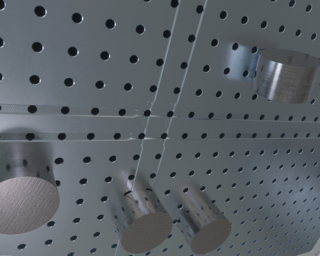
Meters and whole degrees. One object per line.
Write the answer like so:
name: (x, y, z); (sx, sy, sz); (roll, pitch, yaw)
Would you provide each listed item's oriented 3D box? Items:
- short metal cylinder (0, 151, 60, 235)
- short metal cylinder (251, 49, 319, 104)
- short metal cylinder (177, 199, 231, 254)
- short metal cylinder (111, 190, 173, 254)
short metal cylinder: (-0.160, 0.073, 0.352); (0.081, 0.050, 0.079); (-14, 124, -21)
short metal cylinder: (0.171, -0.073, 0.424); (0.081, 0.080, 0.050); (-9, 123, -24)
short metal cylinder: (0.077, 0.173, 0.545); (0.081, 0.050, 0.079); (-14, 124, -21)
short metal cylinder: (-0.028, 0.140, 0.467); (0.081, 0.050, 0.079); (-14, 125, -21)
